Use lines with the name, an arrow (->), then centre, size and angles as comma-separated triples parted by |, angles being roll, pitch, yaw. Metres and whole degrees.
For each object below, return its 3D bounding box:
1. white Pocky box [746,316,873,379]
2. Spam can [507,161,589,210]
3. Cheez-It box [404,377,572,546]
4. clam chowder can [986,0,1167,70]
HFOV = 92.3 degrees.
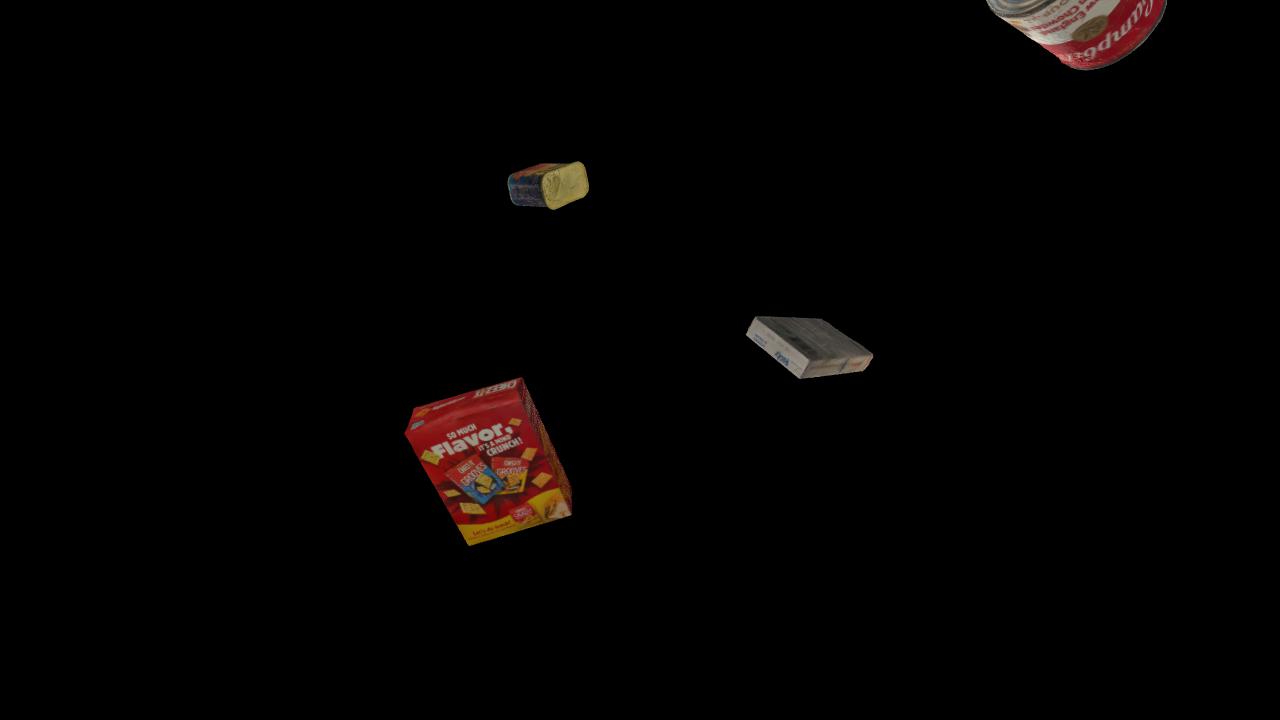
white Pocky box -> 0.195, -0.017, 0.699 | 0.154, 0.028, 0.084 | -3, 37, -46
Spam can -> -0.148, -0.282, 0.990 | 0.085, 0.058, 0.101 | 13, 35, 36
Cheez-It box -> -0.209, 0.149, 0.885 | 0.166, 0.223, 0.071 | -17, 30, 2
clam chowder can -> 0.290, -0.246, 0.411 | 0.102, 0.068, 0.068 | 7, -4, -31
